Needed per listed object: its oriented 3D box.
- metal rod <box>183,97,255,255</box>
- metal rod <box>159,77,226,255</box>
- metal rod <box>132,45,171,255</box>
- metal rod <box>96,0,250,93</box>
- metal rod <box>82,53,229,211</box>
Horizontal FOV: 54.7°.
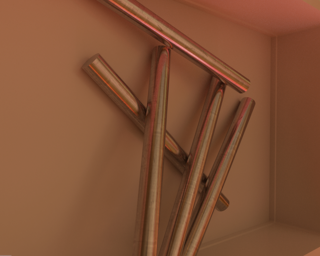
[{"bbox_3d":[0.087,0.062,0.450,0.025,0.025,0.301,52,51,-27],"label":"metal rod"},{"bbox_3d":[0.052,0.035,0.418,0.025,0.025,0.300,40,56,-33],"label":"metal rod"},{"bbox_3d":[-0.008,0.035,0.345,0.025,0.025,0.299,25,58,-37],"label":"metal rod"},{"bbox_3d":[0.010,-0.118,0.394,0.302,0.025,0.025,25,74,-31],"label":"metal rod"},{"bbox_3d":[0.011,0.023,0.415,0.300,0.025,0.025,48,62,-29],"label":"metal rod"}]
